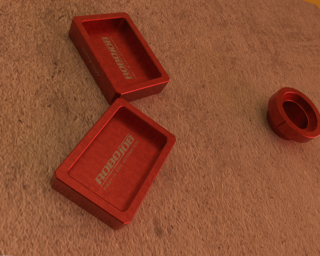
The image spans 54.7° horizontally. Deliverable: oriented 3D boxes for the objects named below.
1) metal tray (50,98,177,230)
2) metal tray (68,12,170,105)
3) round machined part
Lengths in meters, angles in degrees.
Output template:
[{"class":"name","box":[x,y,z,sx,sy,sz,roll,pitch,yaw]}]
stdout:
[{"class":"metal tray","box":[-0.047,0.036,0.354,0.090,0.030,0.130,36,51,-5]},{"class":"metal tray","box":[-0.057,-0.100,0.432,0.091,0.030,0.130,-22,73,-36]},{"class":"round machined part","box":[0.222,-0.018,0.527,0.099,0.042,0.098,14,56,-21]}]
